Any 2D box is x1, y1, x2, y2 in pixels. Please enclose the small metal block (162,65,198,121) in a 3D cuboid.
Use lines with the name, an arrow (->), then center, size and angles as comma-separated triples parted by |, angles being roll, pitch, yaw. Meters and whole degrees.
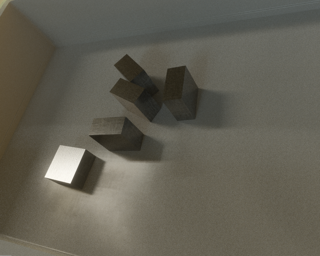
small metal block -> 0.028, -0.044, 0.401 | 0.025, 0.050, 0.050 | -5, 60, 25

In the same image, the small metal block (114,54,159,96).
small metal block -> -0.034, -0.073, 0.451 | 0.025, 0.050, 0.050 | -42, 51, -1

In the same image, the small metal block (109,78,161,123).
small metal block -> -0.034, -0.038, 0.429 | 0.050, 0.050, 0.025 | 27, 77, 37

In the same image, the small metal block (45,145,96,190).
small metal block -> -0.126, 0.055, 0.436 | 0.050, 0.025, 0.050 | 6, 64, 30

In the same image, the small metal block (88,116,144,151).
small metal block -> -0.057, 0.009, 0.413 | 0.050, 0.050, 0.025 | -3, 61, 26
